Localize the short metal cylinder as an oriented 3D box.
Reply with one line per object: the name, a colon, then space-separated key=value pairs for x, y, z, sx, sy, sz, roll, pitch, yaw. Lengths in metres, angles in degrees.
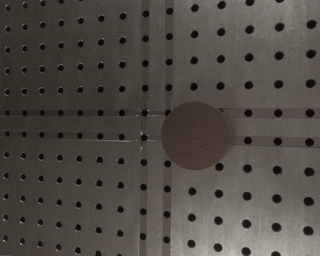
short metal cylinder: x=0.048 y=0.009 z=0.382 sx=0.080 sy=0.050 sz=0.079 roll=0 pitch=90 yaw=19
